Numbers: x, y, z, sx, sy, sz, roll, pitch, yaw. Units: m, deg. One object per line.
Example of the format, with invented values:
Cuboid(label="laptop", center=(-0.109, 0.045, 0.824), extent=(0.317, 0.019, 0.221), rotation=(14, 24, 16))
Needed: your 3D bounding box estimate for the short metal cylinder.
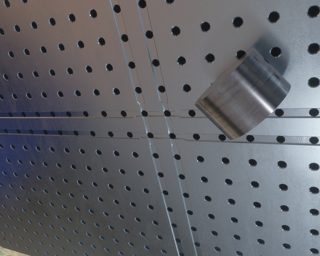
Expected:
Cuboid(label="short metal cylinder", center=(0.081, -0.034, 0.312), extent=(0.050, 0.080, 0.080), rotation=(45, 129, -3))
